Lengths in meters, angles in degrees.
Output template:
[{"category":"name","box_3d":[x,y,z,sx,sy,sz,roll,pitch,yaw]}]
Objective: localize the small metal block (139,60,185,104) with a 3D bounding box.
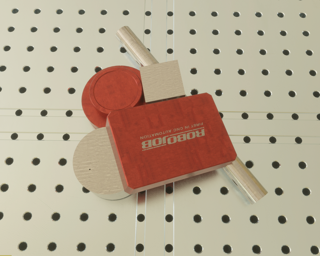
[{"category":"small metal block","box_3d":[0.003,-0.056,0.403,0.050,0.025,0.050,-11,73,1]}]

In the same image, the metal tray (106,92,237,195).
[{"category":"metal tray","box_3d":[0.012,0.015,0.359,0.131,0.030,0.090,-13,70,-18]}]

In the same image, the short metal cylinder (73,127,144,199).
[{"category":"short metal cylinder","box_3d":[-0.059,0.044,0.378,0.081,0.050,0.080,0,70,0]}]

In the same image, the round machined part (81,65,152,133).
[{"category":"round machined part","box_3d":[-0.056,-0.042,0.412,0.099,0.042,0.098,0,70,1]}]

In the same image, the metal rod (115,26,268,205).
[{"category":"metal rod","box_3d":[0.033,-0.028,0.418,0.025,0.025,0.300,-35,74,-12]}]
